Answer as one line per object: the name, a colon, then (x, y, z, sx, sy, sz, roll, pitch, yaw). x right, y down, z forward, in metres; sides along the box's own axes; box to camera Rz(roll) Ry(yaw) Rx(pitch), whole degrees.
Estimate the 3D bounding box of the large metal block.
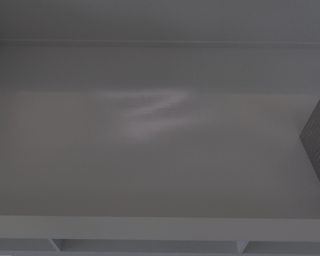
large metal block: (0.213, 0.015, 0.358, 0.050, 0.080, 0.080, -3, 50, -3)
